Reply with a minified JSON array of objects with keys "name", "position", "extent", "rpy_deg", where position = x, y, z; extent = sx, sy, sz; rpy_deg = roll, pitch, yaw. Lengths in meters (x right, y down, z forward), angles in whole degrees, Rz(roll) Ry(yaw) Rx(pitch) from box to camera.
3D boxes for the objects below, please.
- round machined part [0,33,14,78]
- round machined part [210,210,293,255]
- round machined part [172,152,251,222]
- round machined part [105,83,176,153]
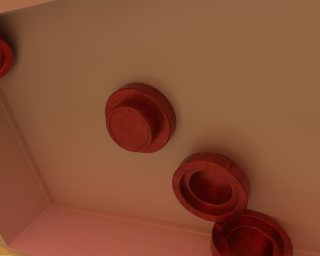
[{"name":"round machined part","position":[-0.268,-0.110,0.444],"extent":[0.042,0.099,0.097],"rpy_deg":[58,134,25]},{"name":"round machined part","position":[0.114,0.156,0.398],"extent":[0.098,0.098,0.042],"rpy_deg":[14,125,20]},{"name":"round machined part","position":[0.069,0.072,0.406],"extent":[0.098,0.042,0.097],"rpy_deg":[13,124,21]},{"name":"round machined part","position":[-0.032,-0.007,0.410],"extent":[0.098,0.042,0.097],"rpy_deg":[13,124,21]}]
